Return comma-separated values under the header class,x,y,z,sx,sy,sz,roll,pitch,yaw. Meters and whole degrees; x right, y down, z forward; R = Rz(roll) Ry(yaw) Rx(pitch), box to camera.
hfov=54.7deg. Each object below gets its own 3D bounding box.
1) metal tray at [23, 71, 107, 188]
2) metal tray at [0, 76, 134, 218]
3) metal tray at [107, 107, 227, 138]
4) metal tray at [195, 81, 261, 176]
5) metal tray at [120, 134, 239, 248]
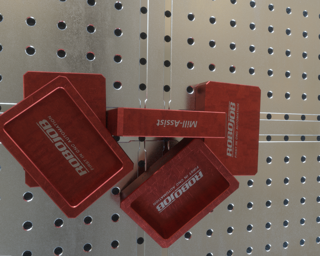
class,x,y,z,sx,sy,sz,roll,pitch,yaw
metal tray,-0.112,0.001,0.369,0.091,0.030,0.129,-1,91,-20
metal tray,-0.103,0.021,0.339,0.090,0.030,0.130,-40,103,-16
metal tray,0.004,-0.005,0.379,0.131,0.090,0.030,2,90,-20
metal tray,0.097,0.002,0.446,0.091,0.030,0.129,3,89,-21
metal tray,0.024,0.081,0.400,0.130,0.030,0.090,-41,105,2
